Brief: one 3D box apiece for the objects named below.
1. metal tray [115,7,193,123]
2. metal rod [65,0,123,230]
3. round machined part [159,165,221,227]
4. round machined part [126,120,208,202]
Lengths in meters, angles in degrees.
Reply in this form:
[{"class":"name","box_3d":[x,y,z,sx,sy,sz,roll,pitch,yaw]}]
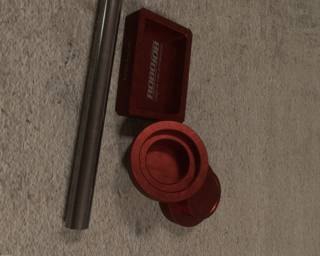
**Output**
[{"class":"metal tray","box_3d":[-0.005,-0.074,0.399,0.091,0.030,0.129,10,84,-40]},{"class":"metal rod","box_3d":[-0.070,-0.041,0.347,0.025,0.025,0.298,13,82,-40]},{"class":"round machined part","box_3d":[0.049,0.091,0.437,0.099,0.042,0.097,0,90,-40]},{"class":"round machined part","box_3d":[0.007,0.042,0.385,0.099,0.042,0.098,4,75,-17]}]
